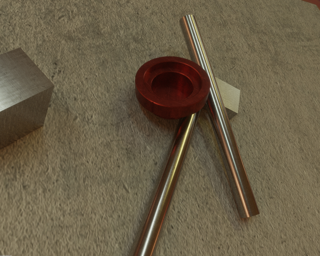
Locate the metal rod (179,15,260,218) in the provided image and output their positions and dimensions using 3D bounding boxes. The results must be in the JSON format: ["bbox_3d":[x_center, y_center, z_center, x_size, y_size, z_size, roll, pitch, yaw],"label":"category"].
[{"bbox_3d":[0.079,-0.026,0.437,0.025,0.025,0.299,-6,73,-31],"label":"metal rod"}]

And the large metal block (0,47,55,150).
[{"bbox_3d":[-0.157,-0.020,0.297,0.050,0.080,0.080,48,51,5],"label":"large metal block"}]

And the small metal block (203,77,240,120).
[{"bbox_3d":[0.096,-0.046,0.486,0.050,0.025,0.050,26,53,-13],"label":"small metal block"}]

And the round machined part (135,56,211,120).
[{"bbox_3d":[0.016,-0.050,0.419,0.099,0.042,0.098,2,51,-3],"label":"round machined part"}]

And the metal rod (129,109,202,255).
[{"bbox_3d":[0.016,0.046,0.385,0.025,0.025,0.300,30,52,-9],"label":"metal rod"}]
